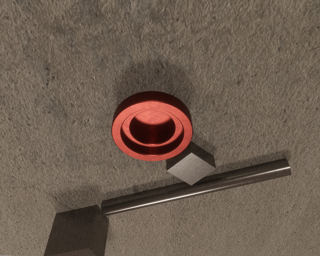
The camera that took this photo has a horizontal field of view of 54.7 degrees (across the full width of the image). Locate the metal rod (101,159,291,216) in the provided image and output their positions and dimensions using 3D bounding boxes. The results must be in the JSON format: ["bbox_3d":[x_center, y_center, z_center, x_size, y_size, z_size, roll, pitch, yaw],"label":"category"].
[{"bbox_3d":[0.049,0.097,0.490,0.301,0.025,0.025,-15,129,12],"label":"metal rod"}]

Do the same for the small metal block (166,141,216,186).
[{"bbox_3d":[0.045,0.052,0.452,0.050,0.025,0.050,34,122,-26],"label":"small metal block"}]

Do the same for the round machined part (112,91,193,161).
[{"bbox_3d":[-0.009,-0.007,0.390,0.099,0.042,0.097,-1,130,0],"label":"round machined part"}]

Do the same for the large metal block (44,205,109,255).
[{"bbox_3d":[-0.139,0.186,0.528,0.080,0.080,0.050,-14,129,11],"label":"large metal block"}]
